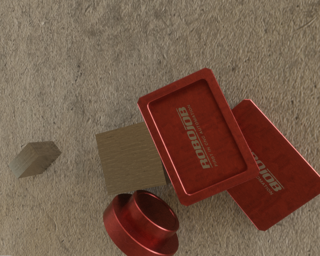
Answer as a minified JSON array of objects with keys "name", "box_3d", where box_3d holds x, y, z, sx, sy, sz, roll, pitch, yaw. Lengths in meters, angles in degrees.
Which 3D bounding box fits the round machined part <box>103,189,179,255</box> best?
[{"name":"round machined part","box_3d":[-0.016,0.113,0.376,0.098,0.098,0.042,41,103,15]}]

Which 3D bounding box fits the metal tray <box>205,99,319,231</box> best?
[{"name":"metal tray","box_3d":[0.113,0.041,0.366,0.090,0.030,0.130,-42,77,15]}]

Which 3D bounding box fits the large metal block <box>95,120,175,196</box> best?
[{"name":"large metal block","box_3d":[-0.029,0.038,0.406,0.080,0.050,0.080,-14,85,19]}]

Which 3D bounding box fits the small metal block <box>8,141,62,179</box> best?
[{"name":"small metal block","box_3d":[-0.185,0.046,0.461,0.050,0.050,0.025,-44,76,15]}]

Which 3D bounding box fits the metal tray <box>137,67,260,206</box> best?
[{"name":"metal tray","box_3d":[0.041,0.010,0.348,0.090,0.030,0.129,-24,82,5]}]
